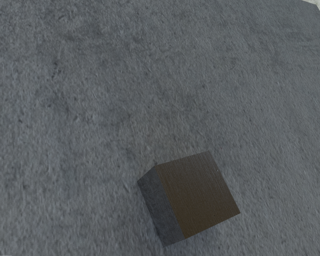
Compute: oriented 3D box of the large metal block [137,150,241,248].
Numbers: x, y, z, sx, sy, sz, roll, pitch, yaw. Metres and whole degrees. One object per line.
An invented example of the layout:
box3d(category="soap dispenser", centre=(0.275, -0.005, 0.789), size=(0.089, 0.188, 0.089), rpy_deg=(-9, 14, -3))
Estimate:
box3d(category="large metal block", centre=(0.032, 0.080, 0.358), size=(0.081, 0.050, 0.080), rpy_deg=(-12, 68, -33))
